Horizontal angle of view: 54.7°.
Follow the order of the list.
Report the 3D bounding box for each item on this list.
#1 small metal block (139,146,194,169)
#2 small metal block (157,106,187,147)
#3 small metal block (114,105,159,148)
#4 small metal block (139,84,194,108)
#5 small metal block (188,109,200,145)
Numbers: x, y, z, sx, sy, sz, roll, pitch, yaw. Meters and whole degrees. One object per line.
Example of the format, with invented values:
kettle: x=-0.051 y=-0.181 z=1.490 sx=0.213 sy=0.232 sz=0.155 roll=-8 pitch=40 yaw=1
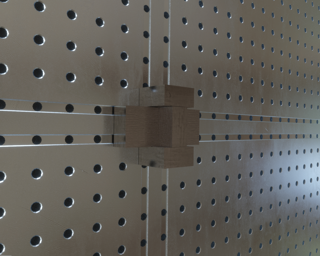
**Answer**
small metal block: x=0.008 y=0.036 z=0.401 sx=0.050 sy=0.050 sz=0.025 roll=1 pitch=90 yaw=-40
small metal block: x=0.008 y=-0.002 z=0.401 sx=0.025 sy=0.050 sz=0.050 roll=1 pitch=90 yaw=-40
small metal block: x=-0.029 y=-0.002 z=0.386 sx=0.050 sy=0.025 sz=0.050 roll=1 pitch=90 yaw=-40
small metal block: x=0.008 y=-0.039 z=0.401 sx=0.050 sy=0.050 sz=0.025 roll=1 pitch=90 yaw=-40
small metal block: x=0.029 y=-0.001 z=0.435 sx=0.050 sy=0.025 sz=0.050 roll=1 pitch=89 yaw=-40
